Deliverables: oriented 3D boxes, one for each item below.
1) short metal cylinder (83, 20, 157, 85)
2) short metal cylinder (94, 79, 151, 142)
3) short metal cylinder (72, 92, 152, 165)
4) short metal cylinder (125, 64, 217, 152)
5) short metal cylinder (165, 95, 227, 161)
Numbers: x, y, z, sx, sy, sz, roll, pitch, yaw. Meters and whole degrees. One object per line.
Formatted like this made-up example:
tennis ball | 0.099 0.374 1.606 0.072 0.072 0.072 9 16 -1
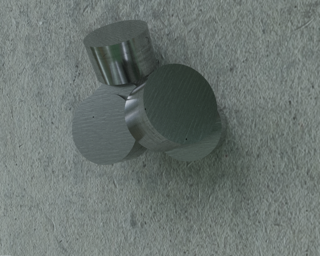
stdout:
short metal cylinder | -0.049 -0.097 0.390 0.080 0.080 0.050 0 129 19
short metal cylinder | -0.046 -0.022 0.412 0.080 0.050 0.079 0 90 19
short metal cylinder | -0.053 0.000 0.361 0.080 0.050 0.079 0 90 19
short metal cylinder | 0.010 -0.019 0.316 0.050 0.081 0.080 -26 79 61
short metal cylinder | 0.039 -0.001 0.382 0.080 0.050 0.079 0 90 19
